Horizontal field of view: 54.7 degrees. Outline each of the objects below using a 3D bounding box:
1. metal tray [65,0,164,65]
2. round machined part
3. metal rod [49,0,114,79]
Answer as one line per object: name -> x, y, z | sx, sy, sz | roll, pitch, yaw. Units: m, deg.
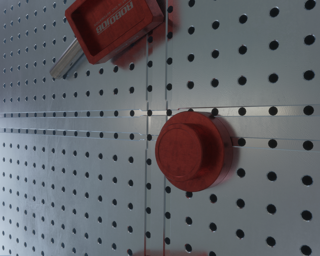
metal tray -> -0.068, -0.159, 0.440 | 0.130, 0.030, 0.090 | -25, 93, 34
round machined part -> 0.033, 0.028, 0.371 | 0.098, 0.042, 0.097 | 0, 90, 40
metal rod -> -0.089, -0.171, 0.482 | 0.299, 0.025, 0.025 | -36, 68, 34
